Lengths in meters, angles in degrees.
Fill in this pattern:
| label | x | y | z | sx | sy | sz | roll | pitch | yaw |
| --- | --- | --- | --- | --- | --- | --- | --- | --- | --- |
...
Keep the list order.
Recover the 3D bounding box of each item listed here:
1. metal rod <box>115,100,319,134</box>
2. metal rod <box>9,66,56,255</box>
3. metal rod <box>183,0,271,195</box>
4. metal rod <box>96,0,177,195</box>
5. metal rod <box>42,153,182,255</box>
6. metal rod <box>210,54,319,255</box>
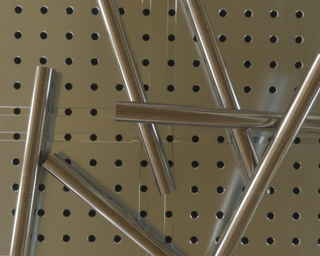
| label | x | y | z | sx | sy | sz | roll | pitch | yaw |
| --- | --- | --- | --- | --- | --- | --- | --- | --- | --- |
| metal rod | 0.096 | -0.011 | 0.386 | 0.302 | 0.025 | 0.025 | 3 | 90 | -11 |
| metal rod | -0.173 | 0.068 | 0.412 | 0.025 | 0.025 | 0.298 | 8 | 90 | 0 |
| metal rod | 0.085 | -0.053 | 0.413 | 0.025 | 0.025 | 0.299 | -19 | 90 | 0 |
| metal rod | -0.035 | -0.057 | 0.413 | 0.025 | 0.025 | 0.299 | -18 | 90 | 0 |
| metal rod | -0.032 | 0.138 | 0.413 | 0.300 | 0.025 | 0.025 | 39 | 90 | 0 |
| metal rod | 0.131 | 0.054 | 0.384 | 0.025 | 0.025 | 0.298 | 23 | 102 | 0 |
